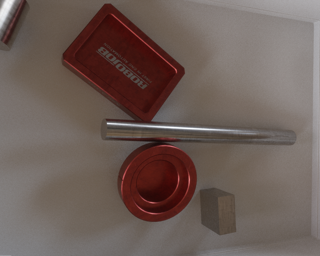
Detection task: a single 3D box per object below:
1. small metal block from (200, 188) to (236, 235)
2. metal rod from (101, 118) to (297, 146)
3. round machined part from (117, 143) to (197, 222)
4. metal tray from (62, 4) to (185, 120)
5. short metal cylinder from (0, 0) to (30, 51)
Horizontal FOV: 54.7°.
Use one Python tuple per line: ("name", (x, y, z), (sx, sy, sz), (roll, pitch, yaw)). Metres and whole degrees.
("small metal block", (0.079, 0.114, 0.428), (0.025, 0.050, 0.050), (-3, 91, -20))
("metal rod", (0.071, 0.008, 0.419), (0.303, 0.025, 0.025), (3, 89, -27))
("round machined part", (-0.006, 0.065, 0.395), (0.099, 0.042, 0.097), (-4, 101, -21))
("metal tray", (-0.044, -0.078, 0.392), (0.130, 0.030, 0.090), (38, 78, -16))
("short metal cylinder", (-0.183, -0.120, 0.314), (0.080, 0.080, 0.050), (23, 82, -19))
